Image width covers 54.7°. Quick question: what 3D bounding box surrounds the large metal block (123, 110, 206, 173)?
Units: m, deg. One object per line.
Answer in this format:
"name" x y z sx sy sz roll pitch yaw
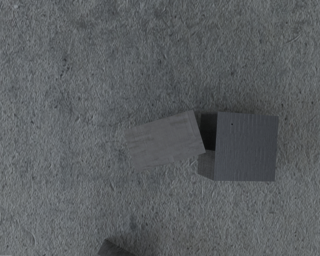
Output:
"large metal block" 0.005 0.015 0.382 0.080 0.080 0.050 -17 90 0

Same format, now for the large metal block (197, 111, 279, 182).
"large metal block" 0.096 0.023 0.389 0.081 0.050 0.080 3 90 -15

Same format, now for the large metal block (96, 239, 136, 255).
"large metal block" -0.059 0.205 0.397 0.080 0.050 0.080 29 90 0
